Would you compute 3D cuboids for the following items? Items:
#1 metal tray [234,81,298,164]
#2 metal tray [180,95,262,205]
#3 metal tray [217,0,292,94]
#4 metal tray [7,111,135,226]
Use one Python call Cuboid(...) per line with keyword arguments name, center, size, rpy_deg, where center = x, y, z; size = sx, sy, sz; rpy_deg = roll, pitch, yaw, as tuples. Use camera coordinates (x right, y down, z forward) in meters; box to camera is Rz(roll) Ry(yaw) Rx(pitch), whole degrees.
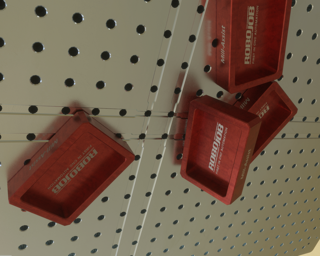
Cuboid(name="metal tray", center=(0.144, -0.005, 0.481), size=(0.130, 0.030, 0.090), rpy_deg=(-50, 129, 7))
Cuboid(name="metal tray", center=(0.078, 0.030, 0.426), size=(0.030, 0.090, 0.129), rpy_deg=(-25, 131, -42))
Cuboid(name="metal tray", center=(0.119, -0.117, 0.399), size=(0.091, 0.030, 0.129), rpy_deg=(-19, 126, -17))
Cuboid(name="metal tray", center=(-0.107, 0.053, 0.381), size=(0.130, 0.030, 0.090), rpy_deg=(-45, 129, 3))
